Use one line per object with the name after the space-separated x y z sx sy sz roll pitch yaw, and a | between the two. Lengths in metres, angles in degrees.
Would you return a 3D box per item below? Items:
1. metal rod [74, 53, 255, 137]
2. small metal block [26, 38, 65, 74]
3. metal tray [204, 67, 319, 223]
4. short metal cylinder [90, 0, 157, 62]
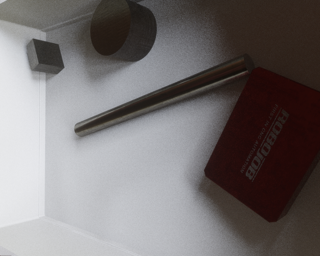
-0.018 -0.032 0.419 0.300 0.025 0.025 -17 79 38 | metal rod
-0.206 -0.128 0.557 0.025 0.050 0.050 -29 72 36 | small metal block
0.110 0.015 0.312 0.090 0.030 0.129 35 111 34 | metal tray
-0.051 -0.136 0.431 0.080 0.050 0.079 0 90 39 | short metal cylinder
